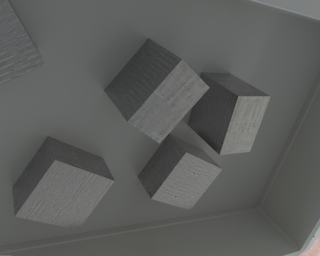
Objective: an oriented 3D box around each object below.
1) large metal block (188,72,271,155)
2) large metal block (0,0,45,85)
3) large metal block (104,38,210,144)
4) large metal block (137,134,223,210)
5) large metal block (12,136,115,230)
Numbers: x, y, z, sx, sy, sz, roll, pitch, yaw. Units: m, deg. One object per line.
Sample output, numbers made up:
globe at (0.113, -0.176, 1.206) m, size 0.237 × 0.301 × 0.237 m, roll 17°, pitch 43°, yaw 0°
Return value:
large metal block at (0.087, -0.021, 0.409) m, size 0.050 × 0.080 × 0.079 m, roll -3°, pitch 120°, yaw -27°
large metal block at (-0.157, -0.078, 0.259) m, size 0.080 × 0.050 × 0.080 m, roll -28°, pitch 128°, yaw -11°
large metal block at (-0.007, -0.043, 0.344) m, size 0.080 × 0.080 × 0.050 m, roll -48°, pitch 129°, yaw 6°
large metal block at (0.029, 0.065, 0.451) m, size 0.080 × 0.050 × 0.080 m, roll 27°, pitch 103°, yaw -38°
large metal block at (-0.116, 0.068, 0.372) m, size 0.080 × 0.050 × 0.080 m, roll 30°, pitch 102°, yaw -38°
